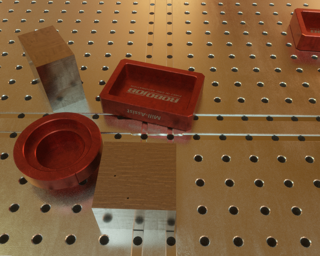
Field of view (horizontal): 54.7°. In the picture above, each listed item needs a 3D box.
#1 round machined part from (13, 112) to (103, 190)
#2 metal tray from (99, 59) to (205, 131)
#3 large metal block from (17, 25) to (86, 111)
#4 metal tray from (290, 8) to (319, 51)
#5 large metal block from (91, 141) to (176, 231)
[{"bbox_3d":[-0.117,0.031,0.370,0.099,0.042,0.098,0,50,0],"label":"round machined part"},{"bbox_3d":[-0.009,-0.051,0.446,0.131,0.030,0.090,13,51,10],"label":"metal tray"},{"bbox_3d":[-0.153,-0.085,0.442,0.050,0.080,0.080,-26,55,-20],"label":"large metal block"},{"bbox_3d":[0.308,-0.173,0.551,0.131,0.030,0.090,5,50,4],"label":"metal tray"},{"bbox_3d":[-0.023,0.062,0.339,0.080,0.050,0.080,2,50,1],"label":"large metal block"}]
